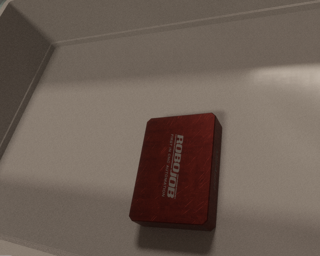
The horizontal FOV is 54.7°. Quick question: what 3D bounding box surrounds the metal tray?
[{"bbox_3d":[0.021,0.048,0.361,0.090,0.030,0.130,-4,60,25],"label":"metal tray"}]
